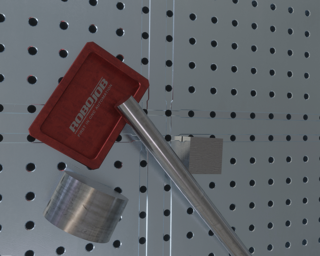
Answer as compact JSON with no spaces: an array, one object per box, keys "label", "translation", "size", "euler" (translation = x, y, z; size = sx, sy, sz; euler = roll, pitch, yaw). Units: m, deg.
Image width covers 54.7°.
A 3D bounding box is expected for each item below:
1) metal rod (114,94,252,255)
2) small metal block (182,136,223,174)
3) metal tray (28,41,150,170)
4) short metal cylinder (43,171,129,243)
[{"label":"metal rod","translation":[0.041,0.081,0.410],"size":[0.025,0.025,0.300],"euler":[-42,110,-15]},{"label":"small metal block","translation":[0.059,0.038,0.434],"size":[0.050,0.025,0.050],"euler":[3,89,-20]},{"label":"metal tray","translation":[-0.084,-0.026,0.378],"size":[0.090,0.030,0.130],"euler":[33,79,-17]},{"label":"short metal cylinder","translation":[-0.083,0.088,0.353],"size":[0.080,0.080,0.050],"euler":[28,81,-18]}]
